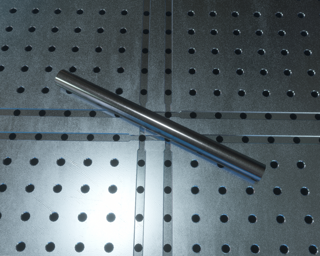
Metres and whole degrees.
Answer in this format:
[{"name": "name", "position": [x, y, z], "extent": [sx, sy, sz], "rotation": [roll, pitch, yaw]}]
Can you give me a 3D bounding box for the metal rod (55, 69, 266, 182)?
[{"name": "metal rod", "position": [-0.006, -0.007, 0.414], "extent": [0.301, 0.025, 0.025], "rotation": [26, 72, 8]}]
